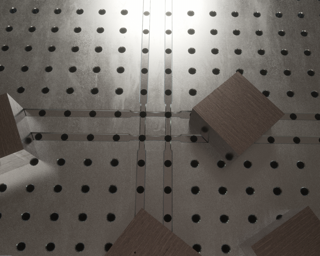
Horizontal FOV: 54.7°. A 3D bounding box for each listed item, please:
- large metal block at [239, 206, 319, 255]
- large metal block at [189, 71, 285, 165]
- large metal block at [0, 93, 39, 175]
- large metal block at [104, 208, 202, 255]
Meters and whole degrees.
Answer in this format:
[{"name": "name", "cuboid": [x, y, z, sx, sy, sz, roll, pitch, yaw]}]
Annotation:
[{"name": "large metal block", "cuboid": [0.151, 0.146, 0.347, 0.080, 0.050, 0.080, -30, 73, -11]}, {"name": "large metal block", "cuboid": [0.097, -0.012, 0.404, 0.080, 0.050, 0.080, -39, 75, -13]}, {"name": "large metal block", "cuboid": [-0.212, 0.014, 0.391, 0.080, 0.050, 0.080, -22, 72, -8]}, {"name": "large metal block", "cuboid": [-0.013, 0.148, 0.344, 0.080, 0.050, 0.080, 36, 74, 12]}]
